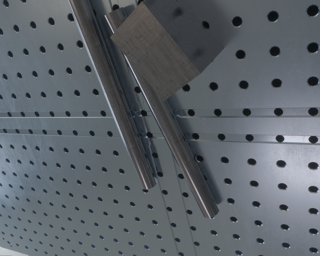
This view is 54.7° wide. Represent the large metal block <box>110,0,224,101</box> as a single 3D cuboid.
[{"bbox_3d":[0.011,-0.086,0.316,0.050,0.080,0.080,-35,99,38],"label":"large metal block"}]

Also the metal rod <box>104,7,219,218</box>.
[{"bbox_3d":[0.010,-0.006,0.401,0.025,0.025,0.299,-14,111,34],"label":"metal rod"}]

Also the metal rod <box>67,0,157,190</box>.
[{"bbox_3d":[-0.061,-0.044,0.415,0.025,0.025,0.298,-5,116,30],"label":"metal rod"}]
